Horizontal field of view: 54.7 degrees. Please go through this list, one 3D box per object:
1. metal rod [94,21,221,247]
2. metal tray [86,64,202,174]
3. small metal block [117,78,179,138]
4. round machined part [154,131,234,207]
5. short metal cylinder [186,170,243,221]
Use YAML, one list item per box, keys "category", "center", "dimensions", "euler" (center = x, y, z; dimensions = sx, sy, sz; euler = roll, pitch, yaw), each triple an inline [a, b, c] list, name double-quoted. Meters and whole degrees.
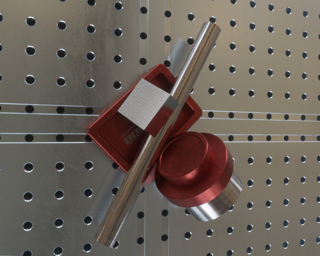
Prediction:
- category: "metal rod"
  center: [0.002, 0.000, 0.382]
  dimensions: [0.025, 0.025, 0.299]
  euler: [30, 80, -18]
- category: "metal tray"
  center: [-0.018, -0.009, 0.403]
  dimensions: [0.130, 0.030, 0.090]
  euler: [-45, 104, -15]
- category: "small metal block"
  center: [-0.014, -0.025, 0.372]
  dimensions: [0.050, 0.050, 0.025]
  euler: [-54, 145, -3]
- category: "round machined part"
  center: [0.035, 0.043, 0.377]
  dimensions: [0.098, 0.098, 0.042]
  euler: [-48, 127, -14]
- category: "short metal cylinder"
  center: [0.059, 0.074, 0.405]
  dimensions: [0.080, 0.080, 0.050]
  euler: [-45, 105, -15]
